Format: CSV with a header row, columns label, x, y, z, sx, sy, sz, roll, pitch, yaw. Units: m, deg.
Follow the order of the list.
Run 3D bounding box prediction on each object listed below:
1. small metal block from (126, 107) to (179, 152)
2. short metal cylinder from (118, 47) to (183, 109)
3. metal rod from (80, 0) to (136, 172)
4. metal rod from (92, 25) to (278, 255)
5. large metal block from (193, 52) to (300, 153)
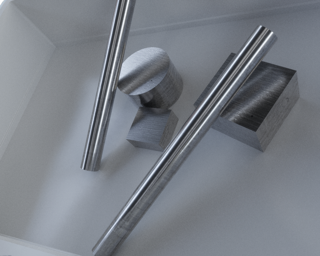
label,x,y,z,sx,sy,sz,roll,pitch,yaw
small metal block,-0.010,0.001,0.409,0.050,0.025,0.050,8,65,31
short metal cylinder,-0.014,-0.066,0.436,0.080,0.050,0.080,-13,56,20
metal rod,-0.063,-0.089,0.413,0.025,0.025,0.298,15,94,34
metal rod,0.021,0.024,0.332,0.299,0.025,0.025,-54,51,8
large metal block,0.100,-0.031,0.356,0.080,0.050,0.080,29,77,37
